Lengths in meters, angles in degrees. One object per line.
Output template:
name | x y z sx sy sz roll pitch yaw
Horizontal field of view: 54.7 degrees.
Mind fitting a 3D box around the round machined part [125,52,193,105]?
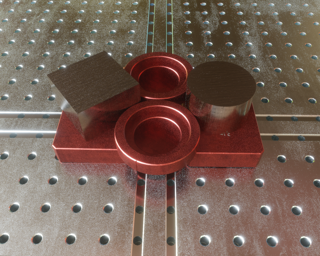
round machined part | -0.001 -0.061 0.435 0.099 0.042 0.098 0 50 0

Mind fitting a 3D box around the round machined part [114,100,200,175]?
round machined part | -0.003 0.015 0.372 0.099 0.042 0.098 0 50 0

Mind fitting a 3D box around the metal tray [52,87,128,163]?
metal tray | -0.082 -0.015 0.416 0.091 0.030 0.130 1 50 -1

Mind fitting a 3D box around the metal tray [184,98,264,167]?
metal tray | 0.078 -0.011 0.411 0.091 0.030 0.130 1 50 0

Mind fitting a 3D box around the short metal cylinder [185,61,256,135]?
short metal cylinder | 0.072 -0.038 0.384 0.081 0.050 0.080 0 50 0

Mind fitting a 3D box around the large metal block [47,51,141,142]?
large metal block | -0.080 -0.042 0.387 0.081 0.050 0.080 -30 56 -23
